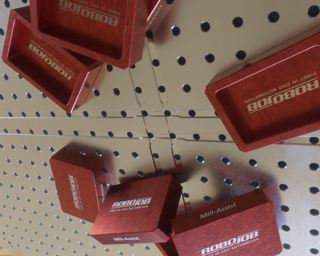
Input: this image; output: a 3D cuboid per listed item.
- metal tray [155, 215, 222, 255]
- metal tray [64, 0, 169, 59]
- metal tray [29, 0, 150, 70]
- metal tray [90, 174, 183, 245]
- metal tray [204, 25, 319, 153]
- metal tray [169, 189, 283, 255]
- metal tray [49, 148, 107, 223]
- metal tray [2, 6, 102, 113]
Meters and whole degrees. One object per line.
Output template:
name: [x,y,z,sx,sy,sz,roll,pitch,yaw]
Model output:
metal tray: [0.056,0.181,0.490,0.130,0.030,0.090,-24,106,36]
metal tray: [-0.044,-0.146,0.342,0.090,0.030,0.129,41,129,0]
metal tray: [-0.078,-0.126,0.332,0.130,0.030,0.089,22,127,15]
metal tray: [-0.036,0.122,0.461,0.130,0.090,0.030,-17,127,35]
metal tray: [0.124,-0.034,0.321,0.130,0.030,0.090,-24,106,36]
metal tray: [0.087,0.143,0.407,0.131,0.030,0.090,-19,112,-1]
metal tray: [-0.139,0.106,0.548,0.090,0.030,0.129,12,124,21]
metal tray: [-0.154,-0.093,0.431,0.130,0.030,0.090,38,129,2]
